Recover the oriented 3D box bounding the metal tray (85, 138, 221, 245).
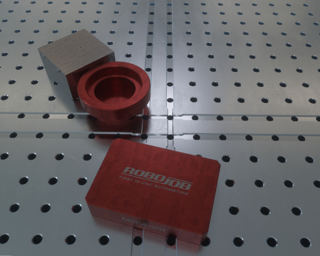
[{"bbox_3d":[-0.005,0.067,0.348,0.131,0.030,0.090,12,51,10],"label":"metal tray"}]

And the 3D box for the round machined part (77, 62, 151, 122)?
[{"bbox_3d":[-0.062,-0.046,0.435,0.099,0.042,0.098,0,50,0],"label":"round machined part"}]

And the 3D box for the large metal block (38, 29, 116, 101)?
[{"bbox_3d":[-0.124,-0.099,0.473,0.080,0.050,0.080,-34,58,-25],"label":"large metal block"}]
